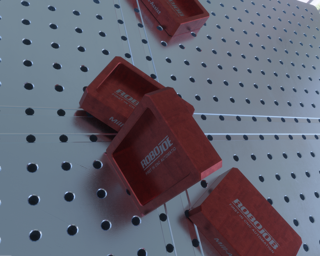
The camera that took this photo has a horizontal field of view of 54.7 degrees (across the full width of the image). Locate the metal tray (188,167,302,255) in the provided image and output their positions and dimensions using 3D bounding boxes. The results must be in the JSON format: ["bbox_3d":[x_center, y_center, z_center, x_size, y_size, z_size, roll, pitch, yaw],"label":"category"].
[{"bbox_3d":[0.109,0.125,0.389,0.130,0.030,0.091,48,51,5],"label":"metal tray"}]

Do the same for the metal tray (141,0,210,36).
[{"bbox_3d":[0.018,-0.231,0.556,0.091,0.030,0.130,-29,78,-38],"label":"metal tray"}]

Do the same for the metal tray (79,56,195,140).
[{"bbox_3d":[-0.025,-0.028,0.403,0.130,0.030,0.090,34,45,-7],"label":"metal tray"}]

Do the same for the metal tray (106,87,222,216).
[{"bbox_3d":[-0.005,0.030,0.321,0.030,0.129,0.090,-24,75,-37],"label":"metal tray"}]
